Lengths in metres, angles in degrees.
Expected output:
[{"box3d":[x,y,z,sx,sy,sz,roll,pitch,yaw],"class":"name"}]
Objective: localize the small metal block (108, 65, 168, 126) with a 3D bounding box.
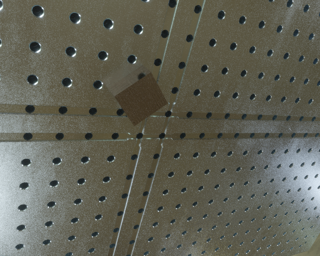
[{"box3d":[-0.026,-0.039,0.374,0.050,0.025,0.050,-35,129,-6],"class":"small metal block"}]
